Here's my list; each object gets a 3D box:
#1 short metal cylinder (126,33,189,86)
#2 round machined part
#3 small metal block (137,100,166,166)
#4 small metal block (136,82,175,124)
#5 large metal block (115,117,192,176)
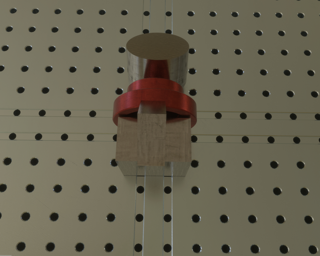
[{"bbox_3d":[-0.003,-0.087,0.412,0.081,0.050,0.080,1,40,-1],"label":"short metal cylinder"},{"bbox_3d":[-0.006,-0.026,0.371,0.099,0.098,0.042,1,70,0],"label":"round machined part"},{"bbox_3d":[-0.008,0.003,0.301,0.025,0.050,0.050,1,108,0],"label":"small metal block"},{"bbox_3d":[-0.006,-0.034,0.423,0.050,0.025,0.050,1,70,0],"label":"small metal block"},{"bbox_3d":[-0.007,0.025,0.372,0.081,0.080,0.050,1,70,0],"label":"large metal block"}]
